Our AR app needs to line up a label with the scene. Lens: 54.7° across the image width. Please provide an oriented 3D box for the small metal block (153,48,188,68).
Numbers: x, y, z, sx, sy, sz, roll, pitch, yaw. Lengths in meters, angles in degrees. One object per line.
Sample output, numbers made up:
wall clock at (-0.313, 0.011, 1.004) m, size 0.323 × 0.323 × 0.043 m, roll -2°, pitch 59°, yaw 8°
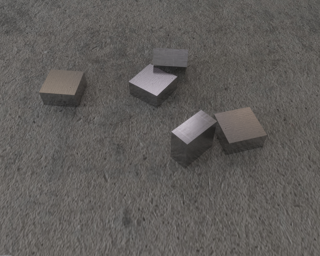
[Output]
small metal block at (0.017, -0.107, 0.475) m, size 0.050 × 0.025 × 0.050 m, roll 4°, pitch 9°, yaw 3°

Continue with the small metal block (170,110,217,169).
small metal block at (0.040, 0.014, 0.375) m, size 0.050 × 0.050 × 0.025 m, roll -35°, pitch 59°, yaw -26°

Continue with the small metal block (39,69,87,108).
small metal block at (-0.139, -0.058, 0.451) m, size 0.050 × 0.025 × 0.050 m, roll 5°, pitch 50°, yaw 4°

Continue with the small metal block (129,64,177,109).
small metal block at (-0.010, -0.063, 0.456) m, size 0.050 × 0.025 × 0.050 m, roll 29°, pitch 56°, yaw 22°

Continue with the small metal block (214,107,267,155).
small metal block at (0.101, 0.003, 0.401) m, size 0.050 × 0.025 × 0.050 m, roll -11°, pitch 51°, yaw -10°
